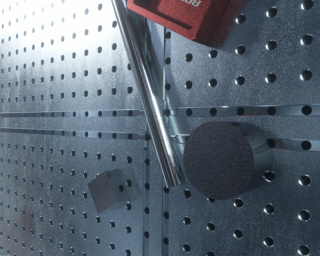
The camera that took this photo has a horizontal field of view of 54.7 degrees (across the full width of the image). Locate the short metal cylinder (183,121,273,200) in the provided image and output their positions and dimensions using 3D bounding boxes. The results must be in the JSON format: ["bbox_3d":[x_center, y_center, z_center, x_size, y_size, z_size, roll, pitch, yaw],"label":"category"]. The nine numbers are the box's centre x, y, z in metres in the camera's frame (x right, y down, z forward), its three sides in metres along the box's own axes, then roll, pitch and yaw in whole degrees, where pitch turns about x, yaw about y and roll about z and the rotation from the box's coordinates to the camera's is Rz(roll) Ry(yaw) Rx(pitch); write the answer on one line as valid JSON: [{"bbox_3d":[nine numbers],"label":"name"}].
[{"bbox_3d":[0.073,0.032,0.332,0.080,0.050,0.079,0,90,39],"label":"short metal cylinder"}]

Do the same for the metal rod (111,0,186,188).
[{"bbox_3d":[-0.022,-0.066,0.425,0.025,0.025,0.299,-27,73,36],"label":"metal rod"}]

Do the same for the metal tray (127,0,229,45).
[{"bbox_3d":[0.023,-0.170,0.385,0.130,0.030,0.089,38,113,33],"label":"metal tray"}]

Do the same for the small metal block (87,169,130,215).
[{"bbox_3d":[-0.079,0.097,0.472,0.050,0.025,0.050,-37,68,33],"label":"small metal block"}]
